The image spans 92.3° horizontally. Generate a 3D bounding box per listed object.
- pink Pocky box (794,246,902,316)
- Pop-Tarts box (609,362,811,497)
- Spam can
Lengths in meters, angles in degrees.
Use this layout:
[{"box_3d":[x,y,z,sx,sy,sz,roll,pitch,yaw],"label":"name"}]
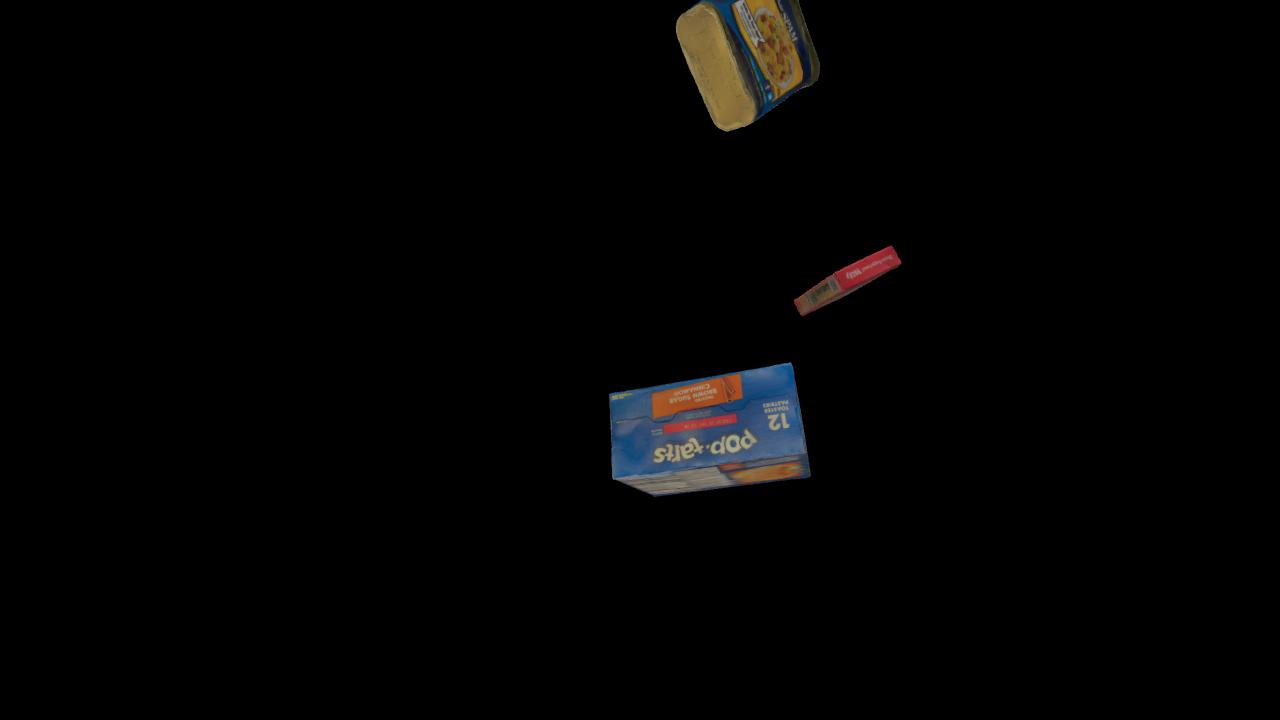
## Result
[{"box_3d":[0.268,-0.101,0.812,0.084,0.029,0.155,-25,-5,-7],"label":"pink Pocky box"},{"box_3d":[0.071,0.073,0.587,0.167,0.083,0.141,-11,-21,14],"label":"Pop-Tarts box"},{"box_3d":[0.088,-0.251,0.500,0.085,0.101,0.058,-41,26,-23],"label":"Spam can"}]
